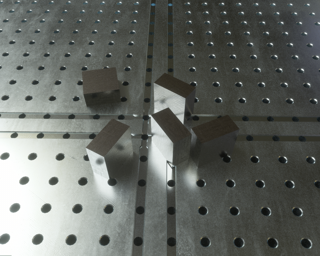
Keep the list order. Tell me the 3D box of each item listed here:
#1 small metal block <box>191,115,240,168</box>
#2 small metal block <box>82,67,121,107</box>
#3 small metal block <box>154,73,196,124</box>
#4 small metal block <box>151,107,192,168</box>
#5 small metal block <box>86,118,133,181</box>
[{"bbox_3d":[0.064,0.017,0.378,0.050,0.050,0.025,-20,53,-16],"label":"small metal block"},{"bbox_3d":[-0.087,-0.062,0.459,0.050,0.025,0.050,-9,51,-7],"label":"small metal block"},{"bbox_3d":[0.020,-0.040,0.426,0.050,0.050,0.025,29,56,22],"label":"small metal block"},{"bbox_3d":[0.013,0.012,0.382,0.025,0.050,0.050,-25,55,-19],"label":"small metal block"},{"bbox_3d":[-0.058,0.026,0.370,0.025,0.050,0.050,24,54,19],"label":"small metal block"}]
